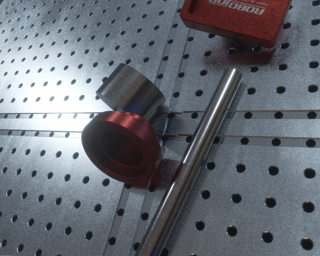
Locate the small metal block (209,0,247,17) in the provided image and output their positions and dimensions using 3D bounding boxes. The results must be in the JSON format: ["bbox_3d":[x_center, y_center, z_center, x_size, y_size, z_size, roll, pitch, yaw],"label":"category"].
[{"bbox_3d":[0.096,-0.204,0.463,0.050,0.050,0.025,-21,40,15],"label":"small metal block"}]

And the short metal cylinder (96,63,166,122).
[{"bbox_3d":[-0.039,-0.041,0.417,0.080,0.080,0.050,32,79,37],"label":"short metal cylinder"}]

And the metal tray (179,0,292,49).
[{"bbox_3d":[0.103,-0.168,0.413,0.130,0.030,0.090,21,92,18],"label":"metal tray"}]

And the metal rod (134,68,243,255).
[{"bbox_3d":[0.028,0.058,0.357,0.025,0.025,0.300,16,70,34],"label":"metal rod"}]

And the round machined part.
[{"bbox_3d":[-0.042,0.019,0.378,0.098,0.097,0.042,1,37,28],"label":"round machined part"}]
